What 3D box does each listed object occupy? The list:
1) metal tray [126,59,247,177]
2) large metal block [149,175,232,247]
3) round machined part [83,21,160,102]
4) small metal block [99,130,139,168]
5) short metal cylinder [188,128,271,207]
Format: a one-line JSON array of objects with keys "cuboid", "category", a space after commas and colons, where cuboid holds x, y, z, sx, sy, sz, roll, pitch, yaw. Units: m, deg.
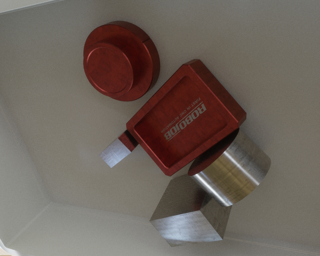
[{"cuboid": [0.026, -0.008, 0.377, 0.090, 0.030, 0.129, 50, 129, 3], "category": "metal tray"}, {"cuboid": [0.045, 0.104, 0.410, 0.080, 0.080, 0.050, -25, 110, 36], "category": "large metal block"}, {"cuboid": [-0.053, -0.076, 0.377, 0.098, 0.042, 0.097, 13, 124, 20], "category": "round machined part"}, {"cuboid": [-0.050, 0.022, 0.431, 0.025, 0.050, 0.050, 47, 129, -5], "category": "small metal block"}, {"cuboid": [0.079, 0.043, 0.358, 0.050, 0.080, 0.080, 45, 129, -4], "category": "short metal cylinder"}]
